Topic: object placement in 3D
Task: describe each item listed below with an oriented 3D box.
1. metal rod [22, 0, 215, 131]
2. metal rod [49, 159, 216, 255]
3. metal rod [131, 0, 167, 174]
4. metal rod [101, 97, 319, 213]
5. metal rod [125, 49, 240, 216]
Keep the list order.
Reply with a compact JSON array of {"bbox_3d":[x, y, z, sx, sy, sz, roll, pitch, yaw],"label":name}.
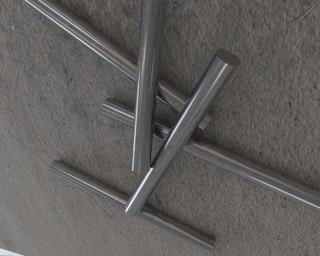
[{"bbox_3d":[-0.063,-0.095,0.380,0.300,0.025,0.025,36,129,3],"label":"metal rod"},{"bbox_3d":[-0.053,0.125,0.512,0.301,0.025,0.025,24,127,13],"label":"metal rod"},{"bbox_3d":[-0.011,-0.082,0.335,0.025,0.025,0.298,16,117,19],"label":"metal rod"},{"bbox_3d":[0.060,0.029,0.393,0.301,0.025,0.025,24,127,13],"label":"metal rod"},{"bbox_3d":[0.010,0.031,0.387,0.025,0.025,0.298,34,133,6],"label":"metal rod"}]
